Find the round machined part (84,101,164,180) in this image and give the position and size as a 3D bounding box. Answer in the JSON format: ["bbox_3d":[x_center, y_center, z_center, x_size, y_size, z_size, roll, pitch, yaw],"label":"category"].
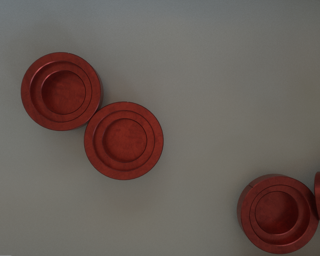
[{"bbox_3d":[-0.045,0.016,0.402,0.099,0.042,0.097,0,90,-1],"label":"round machined part"}]

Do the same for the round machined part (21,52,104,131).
[{"bbox_3d":[-0.122,-0.045,0.401,0.099,0.042,0.097,0,90,-1],"label":"round machined part"}]

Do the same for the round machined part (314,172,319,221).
[{"bbox_3d":[0.224,0.088,0.388,0.042,0.099,0.097,-9,90,36],"label":"round machined part"}]

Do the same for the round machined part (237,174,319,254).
[{"bbox_3d":[0.149,0.108,0.405,0.099,0.042,0.097,0,90,-1],"label":"round machined part"}]
